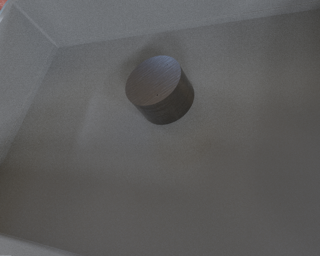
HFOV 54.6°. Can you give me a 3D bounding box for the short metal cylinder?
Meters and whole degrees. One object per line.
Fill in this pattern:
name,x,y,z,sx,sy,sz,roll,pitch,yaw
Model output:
short metal cylinder,0.000,-0.051,0.422,0.080,0.050,0.080,-13,56,21
